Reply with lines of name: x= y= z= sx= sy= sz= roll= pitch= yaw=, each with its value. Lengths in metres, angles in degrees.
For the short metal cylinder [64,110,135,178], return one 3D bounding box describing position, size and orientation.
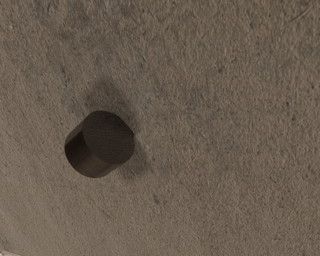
short metal cylinder: x=-0.082 y=0.023 z=0.427 sx=0.080 sy=0.080 sz=0.050 roll=49 pitch=128 yaw=-7
